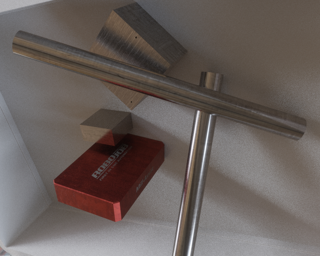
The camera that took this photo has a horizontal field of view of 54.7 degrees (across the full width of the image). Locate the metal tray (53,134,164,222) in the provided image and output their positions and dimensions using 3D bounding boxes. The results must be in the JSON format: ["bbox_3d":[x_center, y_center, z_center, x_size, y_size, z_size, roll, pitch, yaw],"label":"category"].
[{"bbox_3d":[-0.060,0.054,0.404,0.090,0.131,0.030,13,124,21],"label":"metal tray"}]

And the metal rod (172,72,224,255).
[{"bbox_3d":[0.037,0.086,0.362,0.025,0.025,0.298,11,98,22],"label":"metal rod"}]

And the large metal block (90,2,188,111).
[{"bbox_3d":[-0.030,-0.081,0.357,0.080,0.050,0.080,43,129,-2],"label":"large metal block"}]

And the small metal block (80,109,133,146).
[{"bbox_3d":[-0.073,-0.002,0.428,0.050,0.050,0.025,8,122,23],"label":"small metal block"}]

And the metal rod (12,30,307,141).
[{"bbox_3d":[0.003,-0.042,0.318,0.302,0.025,0.025,17,127,-3],"label":"metal rod"}]
